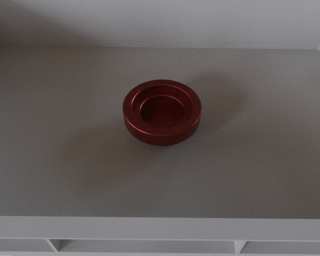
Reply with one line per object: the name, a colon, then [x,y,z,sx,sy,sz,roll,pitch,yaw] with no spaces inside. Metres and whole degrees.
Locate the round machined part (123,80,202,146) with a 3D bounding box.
round machined part: [0.003,-0.015,0.402,0.099,0.042,0.098,0,50,0]
